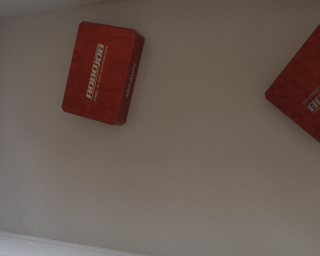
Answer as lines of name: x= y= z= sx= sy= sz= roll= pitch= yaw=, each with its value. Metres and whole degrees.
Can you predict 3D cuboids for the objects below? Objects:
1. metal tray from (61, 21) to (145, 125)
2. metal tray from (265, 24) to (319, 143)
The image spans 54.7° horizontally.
metal tray: x=-0.081 y=-0.076 z=0.436 sx=0.090 sy=0.030 sz=0.129 roll=15 pitch=95 yaw=19
metal tray: x=0.174 y=-0.049 z=0.303 sx=0.090 sy=0.030 sz=0.129 roll=44 pitch=148 yaw=14
